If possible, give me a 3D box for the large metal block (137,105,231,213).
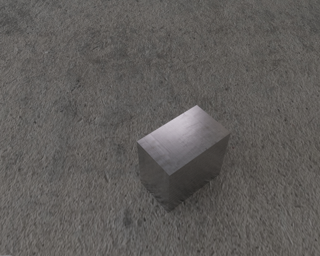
[{"bbox_3d":[0.024,0.034,0.339,0.080,0.080,0.050,-32,57,-24],"label":"large metal block"}]
